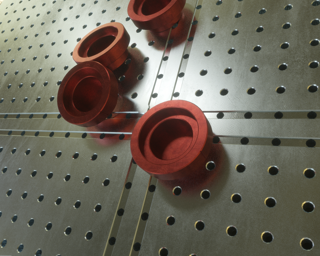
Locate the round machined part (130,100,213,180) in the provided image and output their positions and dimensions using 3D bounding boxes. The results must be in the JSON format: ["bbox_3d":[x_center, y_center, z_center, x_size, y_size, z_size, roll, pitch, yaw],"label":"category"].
[{"bbox_3d":[0.017,0.017,0.377,0.098,0.042,0.098,-13,56,20],"label":"round machined part"}]

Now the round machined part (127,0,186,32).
[{"bbox_3d":[-0.002,-0.201,0.520,0.098,0.042,0.098,-13,56,20],"label":"round machined part"}]

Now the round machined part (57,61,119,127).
[{"bbox_3d":[-0.103,-0.048,0.469,0.098,0.042,0.098,-7,74,25],"label":"round machined part"}]

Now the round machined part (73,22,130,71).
[{"bbox_3d":[-0.092,-0.128,0.516,0.098,0.042,0.098,-16,46,18],"label":"round machined part"}]
